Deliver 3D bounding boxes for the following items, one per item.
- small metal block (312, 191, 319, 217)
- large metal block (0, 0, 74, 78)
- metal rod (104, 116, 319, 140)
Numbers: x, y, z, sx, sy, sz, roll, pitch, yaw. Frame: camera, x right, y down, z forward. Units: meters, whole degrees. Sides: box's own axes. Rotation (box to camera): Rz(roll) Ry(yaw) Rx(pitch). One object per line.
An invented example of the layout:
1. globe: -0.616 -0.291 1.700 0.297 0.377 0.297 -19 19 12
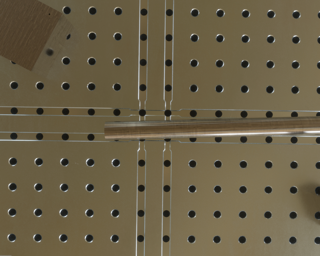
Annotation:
1. small metal block: 0.230 0.111 0.404 0.025 0.050 0.050 -19 90 0
2. large metal block: -0.173 -0.122 0.399 0.080 0.050 0.080 28 90 -1
3. metal rod: 0.079 0.000 0.414 0.302 0.025 0.025 -2 90 -1
